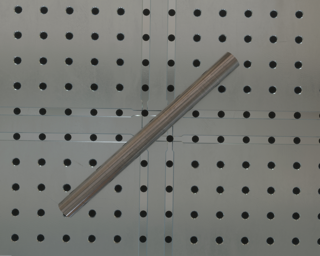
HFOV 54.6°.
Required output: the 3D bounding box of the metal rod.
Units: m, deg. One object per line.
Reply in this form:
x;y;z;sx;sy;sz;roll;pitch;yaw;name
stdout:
-0.014;0.009;0.413;0.300;0.025;0.025;-42;90;0;metal rod
